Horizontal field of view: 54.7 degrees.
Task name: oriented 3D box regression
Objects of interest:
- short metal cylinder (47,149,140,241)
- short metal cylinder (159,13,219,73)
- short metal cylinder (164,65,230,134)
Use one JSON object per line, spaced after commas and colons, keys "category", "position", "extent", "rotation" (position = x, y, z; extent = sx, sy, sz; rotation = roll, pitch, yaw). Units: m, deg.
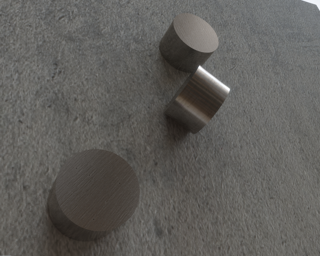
{"category": "short metal cylinder", "position": [-0.067, 0.068, 0.311], "extent": [0.081, 0.050, 0.080], "rotation": [14, 56, -21]}
{"category": "short metal cylinder", "position": [0.046, -0.136, 0.498], "extent": [0.081, 0.050, 0.080], "rotation": [14, 56, -21]}
{"category": "short metal cylinder", "position": [0.049, -0.038, 0.420], "extent": [0.050, 0.080, 0.080], "rotation": [36, 51, -5]}
